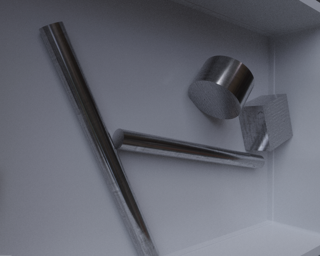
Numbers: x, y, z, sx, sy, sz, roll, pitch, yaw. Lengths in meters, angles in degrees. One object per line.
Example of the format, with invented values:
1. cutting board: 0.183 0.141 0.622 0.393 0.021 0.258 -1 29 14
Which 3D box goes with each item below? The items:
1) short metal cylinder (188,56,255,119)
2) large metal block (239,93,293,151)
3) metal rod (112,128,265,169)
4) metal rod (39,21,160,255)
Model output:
1. short metal cylinder: 0.088 -0.057 0.447 0.080 0.080 0.050 48 62 -30
2. large metal block: 0.188 -0.011 0.552 0.081 0.050 0.079 -23 105 -38
3. metal rod: 0.064 0.037 0.462 0.302 0.025 0.025 12 83 -40
4. metal rod: -0.062 0.031 0.356 0.025 0.025 0.298 -32 110 -36
